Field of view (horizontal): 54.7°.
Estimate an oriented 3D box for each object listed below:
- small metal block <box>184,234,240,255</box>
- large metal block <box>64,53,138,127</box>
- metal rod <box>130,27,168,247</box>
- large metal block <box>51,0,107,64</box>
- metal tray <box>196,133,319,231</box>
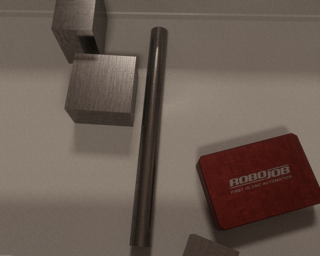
[{"bbox_3d":[0.055,0.140,0.346,0.050,0.050,0.025,20,71,7],"label":"small metal block"},{"bbox_3d":[-0.074,-0.050,0.414,0.081,0.050,0.080,4,70,1],"label":"large metal block"},{"bbox_3d":[-0.012,-0.003,0.410,0.025,0.025,0.299,4,70,1],"label":"metal rod"},{"bbox_3d":[-0.108,-0.145,0.432,0.050,0.080,0.080,1,70,0],"label":"large metal block"},{"bbox_3d":[0.120,0.066,0.384,0.131,0.030,0.090,-14,71,-6],"label":"metal tray"}]
